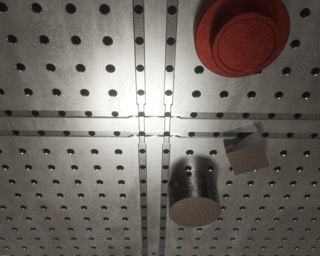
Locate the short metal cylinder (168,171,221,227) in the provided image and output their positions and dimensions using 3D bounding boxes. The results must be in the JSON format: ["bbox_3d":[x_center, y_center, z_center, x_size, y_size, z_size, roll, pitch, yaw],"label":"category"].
[{"bbox_3d":[0.053,0.114,0.493,0.081,0.050,0.079,0,130,0],"label":"short metal cylinder"}]

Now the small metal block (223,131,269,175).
[{"bbox_3d":[0.124,0.037,0.445,0.050,0.025,0.050,-18,128,14],"label":"small metal block"}]

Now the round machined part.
[{"bbox_3d":[0.085,-0.094,0.322,0.099,0.042,0.097,-1,131,0],"label":"round machined part"}]
